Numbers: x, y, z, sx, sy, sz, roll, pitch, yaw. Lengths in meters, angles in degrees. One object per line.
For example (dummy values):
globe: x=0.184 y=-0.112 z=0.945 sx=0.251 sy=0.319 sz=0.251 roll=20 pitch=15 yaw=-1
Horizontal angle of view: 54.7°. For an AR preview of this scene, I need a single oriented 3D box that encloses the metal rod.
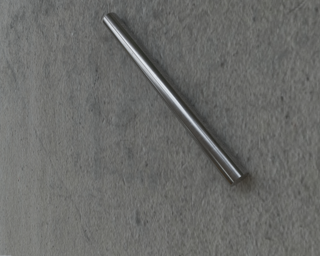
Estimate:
metal rod: x=0.006 y=-0.053 z=0.398 sx=0.025 sy=0.025 sz=0.300 roll=-51 pitch=61 yaw=28
